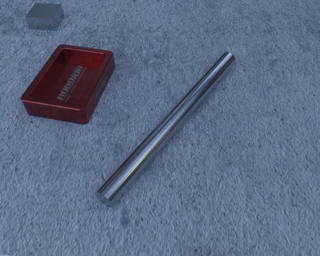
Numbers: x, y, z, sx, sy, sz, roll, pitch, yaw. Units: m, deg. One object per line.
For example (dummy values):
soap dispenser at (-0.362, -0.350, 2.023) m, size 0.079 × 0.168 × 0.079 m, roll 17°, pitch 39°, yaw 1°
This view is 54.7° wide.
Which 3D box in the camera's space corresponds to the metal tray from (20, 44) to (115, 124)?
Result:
metal tray at (-0.129, -0.069, 0.455) m, size 0.090 × 0.030 × 0.130 m, roll 10°, pitch 51°, yaw 7°

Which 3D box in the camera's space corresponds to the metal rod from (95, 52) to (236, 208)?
metal rod at (0.024, -0.016, 0.417) m, size 0.025 × 0.025 × 0.301 m, roll 28°, pitch 55°, yaw 21°

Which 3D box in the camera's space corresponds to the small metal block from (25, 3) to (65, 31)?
small metal block at (-0.212, -0.206, 0.574) m, size 0.050 × 0.025 × 0.050 m, roll 4°, pitch 50°, yaw 3°
